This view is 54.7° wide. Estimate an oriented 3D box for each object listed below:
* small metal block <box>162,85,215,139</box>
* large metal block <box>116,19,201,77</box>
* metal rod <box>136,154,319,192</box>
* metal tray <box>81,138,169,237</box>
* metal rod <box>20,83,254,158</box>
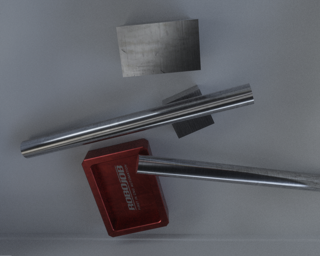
[{"bbox_3d":[0.037,-0.021,0.404,0.050,0.025,0.050,-24,109,8],"label":"small metal block"},{"bbox_3d":[-0.001,-0.093,0.348,0.080,0.080,0.050,-5,110,1],"label":"large metal block"},{"bbox_3d":[0.119,0.064,0.419,0.302,0.025,0.025,7,110,-10],"label":"metal rod"},{"bbox_3d":[-0.045,0.087,0.439,0.090,0.030,0.129,-13,110,4],"label":"metal tray"},{"bbox_3d":[-0.038,-0.005,0.388,0.301,0.025,0.025,-14,110,12],"label":"metal rod"}]
